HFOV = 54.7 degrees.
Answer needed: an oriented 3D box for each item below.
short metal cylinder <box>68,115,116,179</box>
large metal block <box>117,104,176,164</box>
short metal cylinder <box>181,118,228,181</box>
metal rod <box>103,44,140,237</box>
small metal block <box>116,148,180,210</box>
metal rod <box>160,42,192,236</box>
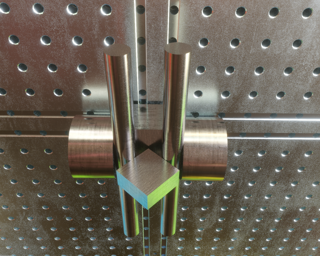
[{"bbox_3d":[-0.080,0.023,0.390,0.050,0.080,0.079,1,130,-1],"label":"short metal cylinder"},{"bbox_3d":[-0.014,0.016,0.404,0.081,0.050,0.079,1,130,-1],"label":"large metal block"},{"bbox_3d":[0.052,0.027,0.394,0.050,0.080,0.079,1,130,0],"label":"short metal cylinder"},{"bbox_3d":[-0.041,0.042,0.377,0.025,0.025,0.298,0,130,-1],"label":"metal rod"},{"bbox_3d":[-0.014,0.057,0.357,0.050,0.050,0.025,33,140,31],"label":"small metal block"},{"bbox_3d":[0.014,0.041,0.377,0.025,0.025,0.298,0,130,-1],"label":"metal rod"}]
